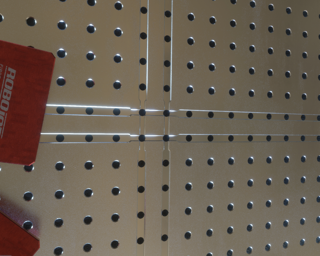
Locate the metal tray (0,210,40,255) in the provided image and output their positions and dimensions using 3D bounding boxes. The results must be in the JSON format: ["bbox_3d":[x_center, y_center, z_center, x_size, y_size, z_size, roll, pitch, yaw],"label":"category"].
[{"bbox_3d":[-0.201,0.146,0.314,0.090,0.030,0.130,40,65,-6],"label":"metal tray"}]

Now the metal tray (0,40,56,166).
[{"bbox_3d":[-0.175,-0.029,0.345,0.091,0.030,0.129,11,86,-20],"label":"metal tray"}]
